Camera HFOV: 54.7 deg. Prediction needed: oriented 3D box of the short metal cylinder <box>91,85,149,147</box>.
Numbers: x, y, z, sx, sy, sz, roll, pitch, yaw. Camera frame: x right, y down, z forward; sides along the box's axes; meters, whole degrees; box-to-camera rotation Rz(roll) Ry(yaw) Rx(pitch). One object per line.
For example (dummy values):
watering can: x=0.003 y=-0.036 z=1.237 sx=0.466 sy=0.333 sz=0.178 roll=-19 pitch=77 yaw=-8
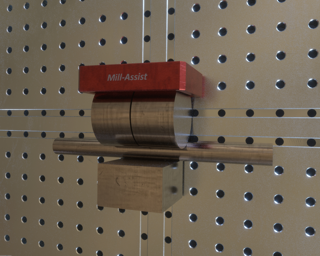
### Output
short metal cylinder: x=-0.044 y=-0.016 z=0.396 sx=0.050 sy=0.080 sz=0.079 roll=1 pitch=90 yaw=20

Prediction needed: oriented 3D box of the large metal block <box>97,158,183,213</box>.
large metal block: x=-0.022 y=0.067 z=0.386 sx=0.080 sy=0.080 sz=0.050 roll=1 pitch=91 yaw=20

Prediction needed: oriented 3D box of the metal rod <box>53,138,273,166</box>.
metal rod: x=-0.010 y=0.029 z=0.412 sx=0.301 sy=0.025 sz=0.025 roll=1 pitch=91 yaw=19

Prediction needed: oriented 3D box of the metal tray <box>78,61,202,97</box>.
metal tray: x=-0.021 y=-0.056 z=0.381 sx=0.130 sy=0.090 sz=0.030 roll=1 pitch=91 yaw=20

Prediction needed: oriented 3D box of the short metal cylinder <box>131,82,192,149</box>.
short metal cylinder: x=0.005 y=-0.016 z=0.379 sx=0.050 sy=0.080 sz=0.079 roll=2 pitch=91 yaw=20
